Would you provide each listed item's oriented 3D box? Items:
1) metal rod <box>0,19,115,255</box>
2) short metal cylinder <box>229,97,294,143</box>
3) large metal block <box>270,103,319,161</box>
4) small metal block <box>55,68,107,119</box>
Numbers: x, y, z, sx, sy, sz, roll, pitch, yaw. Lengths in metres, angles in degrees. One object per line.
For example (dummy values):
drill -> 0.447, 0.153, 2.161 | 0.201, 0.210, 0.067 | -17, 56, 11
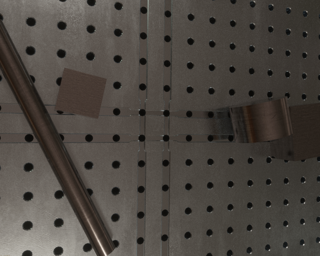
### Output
metal rod -> -0.128, 0.020, 0.365 | 0.025, 0.025, 0.299 | -27, 99, -18
short metal cylinder -> 0.142, -0.012, 0.437 | 0.081, 0.080, 0.050 | -13, 95, -20
large metal block -> 0.219, 0.004, 0.483 | 0.081, 0.050, 0.079 | -7, 93, -20
small metal block -> -0.097, -0.041, 0.377 | 0.050, 0.025, 0.050 | 13, 86, -20
